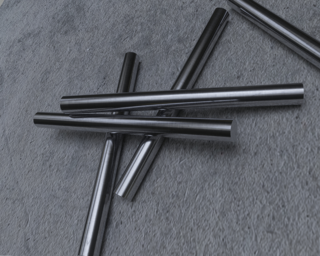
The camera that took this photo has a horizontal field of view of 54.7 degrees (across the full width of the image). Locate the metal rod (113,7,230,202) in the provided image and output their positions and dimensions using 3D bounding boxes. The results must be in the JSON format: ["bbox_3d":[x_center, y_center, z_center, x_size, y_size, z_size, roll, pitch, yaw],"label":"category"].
[{"bbox_3d":[0.023,-0.043,0.418,0.025,0.025,0.300,17,70,35],"label":"metal rod"}]

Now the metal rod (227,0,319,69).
[{"bbox_3d":[0.176,-0.097,0.370,0.025,0.025,0.300,-37,51,4],"label":"metal rod"}]

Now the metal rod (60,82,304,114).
[{"bbox_3d":[0.014,-0.035,0.387,0.301,0.025,0.025,-1,61,16],"label":"metal rod"}]

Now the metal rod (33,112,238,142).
[{"bbox_3d":[-0.052,-0.005,0.400,0.300,0.025,0.025,3,63,29],"label":"metal rod"}]

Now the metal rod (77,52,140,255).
[{"bbox_3d":[-0.064,0.018,0.426,0.025,0.025,0.300,-6,59,25],"label":"metal rod"}]
